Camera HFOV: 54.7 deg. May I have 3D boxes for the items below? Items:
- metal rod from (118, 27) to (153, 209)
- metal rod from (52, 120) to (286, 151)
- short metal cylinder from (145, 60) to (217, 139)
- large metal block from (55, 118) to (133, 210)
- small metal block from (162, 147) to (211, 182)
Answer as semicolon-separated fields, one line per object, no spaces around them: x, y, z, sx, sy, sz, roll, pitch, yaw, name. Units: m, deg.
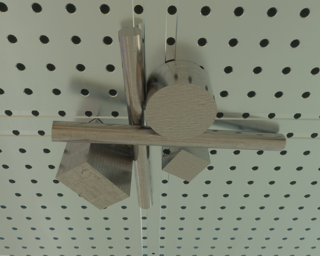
-0.028;0.012;0.422;0.025;0.025;0.298;-1;130;1;metal rod
0.021;0.012;0.397;0.302;0.025;0.025;3;131;-13;metal rod
0.024;-0.033;0.368;0.081;0.050;0.079;0;130;0;short metal cylinder
-0.082;0.048;0.414;0.050;0.080;0.080;-28;125;21;large metal block
0.037;0.047;0.454;0.050;0.025;0.050;26;125;-21;small metal block
